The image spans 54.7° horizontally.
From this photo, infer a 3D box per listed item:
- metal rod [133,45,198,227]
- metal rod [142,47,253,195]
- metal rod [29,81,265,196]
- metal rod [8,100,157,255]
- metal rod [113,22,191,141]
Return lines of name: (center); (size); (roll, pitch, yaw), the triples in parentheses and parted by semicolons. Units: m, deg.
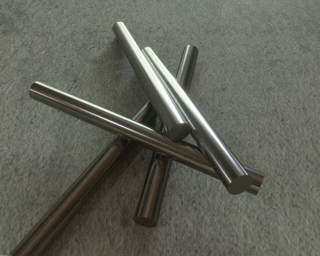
metal rod: (0.018, -0.014, 0.415); (0.025, 0.025, 0.300); (10, 51, 8)
metal rod: (0.025, -0.035, 0.391); (0.025, 0.025, 0.300); (-14, 39, -12)
metal rod: (-0.029, 0.005, 0.364); (0.301, 0.025, 0.025); (22, 53, 17)
metal rod: (-0.086, 0.068, 0.344); (0.025, 0.025, 0.301); (25, 54, 19)
metal rod: (-0.026, -0.086, 0.442); (0.025, 0.025, 0.300); (-14, 42, -12)
